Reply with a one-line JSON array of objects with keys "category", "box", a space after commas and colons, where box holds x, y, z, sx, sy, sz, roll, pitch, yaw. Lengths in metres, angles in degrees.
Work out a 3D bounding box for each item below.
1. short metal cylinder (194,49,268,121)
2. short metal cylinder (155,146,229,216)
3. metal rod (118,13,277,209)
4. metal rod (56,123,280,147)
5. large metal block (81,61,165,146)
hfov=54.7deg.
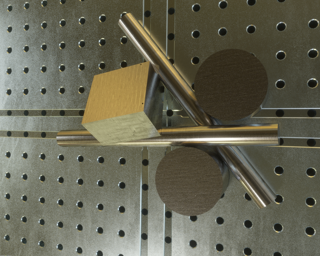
[{"category": "short metal cylinder", "box": [0.086, -0.048, 0.366, 0.080, 0.050, 0.079, 0, 90, 20]}, {"category": "short metal cylinder", "box": [0.041, 0.062, 0.381, 0.080, 0.050, 0.079, 0, 90, 20]}, {"category": "metal rod", "box": [0.040, -0.030, 0.395, 0.025, 0.025, 0.299, -40, 78, 16]}, {"category": "metal rod", "box": [-0.009, 0.011, 0.394, 0.301, 0.025, 0.025, -2, 90, 26]}, {"category": "large metal block", "box": [-0.043, -0.030, 0.391, 0.080, 0.050, 0.080, -10, 52, 20]}]
